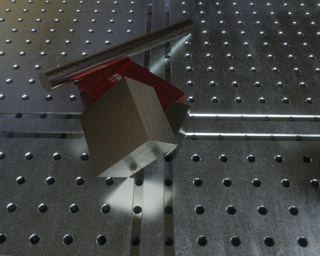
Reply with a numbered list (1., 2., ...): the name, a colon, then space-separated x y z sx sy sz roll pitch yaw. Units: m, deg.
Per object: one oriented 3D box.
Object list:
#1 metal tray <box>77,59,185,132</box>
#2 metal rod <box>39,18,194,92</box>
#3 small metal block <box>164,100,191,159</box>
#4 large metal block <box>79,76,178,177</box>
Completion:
1. metal tray: -0.041 -0.046 0.443 0.130 0.030 0.090 35 58 25
2. metal rod: -0.043 -0.122 0.472 0.025 0.025 0.302 34 46 24
3. small metal block: 0.017 0.003 0.390 0.025 0.050 0.050 17 52 13
4. large metal block: -0.038 0.002 0.352 0.080 0.050 0.080 -36 62 27
